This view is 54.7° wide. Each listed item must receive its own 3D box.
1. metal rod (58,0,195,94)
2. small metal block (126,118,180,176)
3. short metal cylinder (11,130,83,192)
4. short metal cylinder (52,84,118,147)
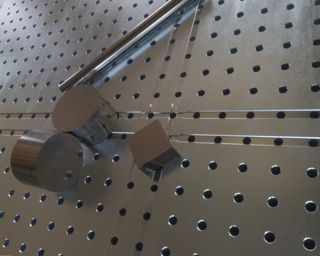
[{"bbox_3d":[-0.046,-0.152,0.525,0.300,0.025,0.025,-37,51,3],"label":"metal rod"},{"bbox_3d":[-0.010,0.024,0.399,0.050,0.025,0.050,-32,52,7],"label":"small metal block"},{"bbox_3d":[-0.153,0.044,0.427,0.050,0.080,0.080,5,64,31],"label":"short metal cylinder"},{"bbox_3d":[-0.111,-0.018,0.462,0.080,0.050,0.080,-13,56,21],"label":"short metal cylinder"}]
